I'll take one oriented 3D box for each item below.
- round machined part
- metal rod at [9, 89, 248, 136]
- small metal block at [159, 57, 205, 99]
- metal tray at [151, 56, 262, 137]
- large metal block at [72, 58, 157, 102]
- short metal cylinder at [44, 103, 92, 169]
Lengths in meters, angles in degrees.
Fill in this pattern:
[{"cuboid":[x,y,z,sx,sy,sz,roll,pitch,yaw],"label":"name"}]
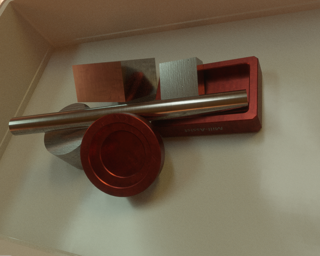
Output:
[{"cuboid":[-0.042,0.030,0.374,0.098,0.042,0.097,1,95,13],"label":"round machined part"},{"cuboid":[-0.047,-0.017,0.384,0.301,0.025,0.025,-6,59,12],"label":"metal rod"},{"cuboid":[0.028,-0.060,0.397,0.050,0.025,0.050,-5,86,26],"label":"small metal block"},{"cuboid":[0.059,-0.037,0.391,0.130,0.030,0.090,-4,60,25],"label":"metal tray"},{"cuboid":[-0.060,-0.067,0.430,0.080,0.080,0.050,3,105,30],"label":"large metal block"},{"cuboid":[-0.114,0.012,0.437,0.080,0.050,0.080,-13,56,20],"label":"short metal cylinder"}]
